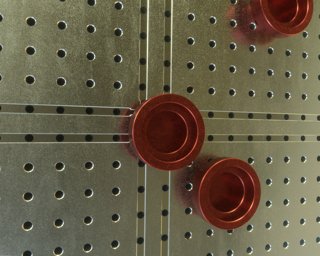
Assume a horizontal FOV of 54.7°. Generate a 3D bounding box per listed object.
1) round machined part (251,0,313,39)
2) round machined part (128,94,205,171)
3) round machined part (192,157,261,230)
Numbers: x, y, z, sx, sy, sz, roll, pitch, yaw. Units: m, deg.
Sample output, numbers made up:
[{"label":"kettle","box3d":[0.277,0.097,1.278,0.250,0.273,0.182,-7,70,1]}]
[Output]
[{"label":"round machined part","box3d":[0.180,-0.185,0.472,0.099,0.042,0.097,0,90,-21]},{"label":"round machined part","box3d":[0.006,0.005,0.407,0.099,0.042,0.097,0,90,-20]},{"label":"round machined part","box3d":[0.089,0.089,0.438,0.099,0.042,0.097,0,90,-21]}]
